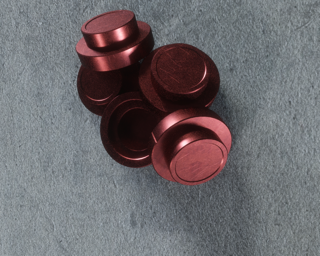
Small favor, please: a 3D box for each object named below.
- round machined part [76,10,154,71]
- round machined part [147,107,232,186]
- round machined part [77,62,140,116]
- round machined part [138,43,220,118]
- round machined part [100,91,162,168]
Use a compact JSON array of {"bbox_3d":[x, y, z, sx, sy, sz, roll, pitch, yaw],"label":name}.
[{"bbox_3d":[-0.059,-0.115,0.390,0.098,0.098,0.042,1,132,19],"label":"round machined part"},{"bbox_3d":[0.038,0.028,0.358,0.098,0.098,0.042,-45,36,14],"label":"round machined part"},{"bbox_3d":[-0.073,-0.064,0.427,0.098,0.042,0.097,0,90,19],"label":"round machined part"},{"bbox_3d":[0.023,-0.061,0.369,0.099,0.042,0.098,1,68,-3],"label":"round machined part"},{"bbox_3d":[-0.025,0.002,0.409,0.098,0.042,0.097,0,90,19],"label":"round machined part"}]
